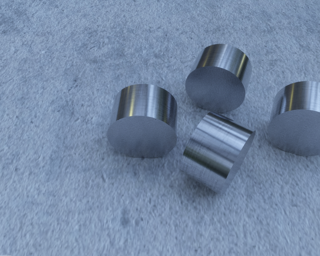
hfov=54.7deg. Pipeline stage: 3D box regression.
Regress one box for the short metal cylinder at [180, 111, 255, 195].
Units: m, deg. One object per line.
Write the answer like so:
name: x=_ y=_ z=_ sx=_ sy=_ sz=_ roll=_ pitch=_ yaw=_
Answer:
short metal cylinder: x=0.065 y=0.027 z=0.345 sx=0.050 sy=0.080 sz=0.080 roll=28 pitch=55 yaw=21

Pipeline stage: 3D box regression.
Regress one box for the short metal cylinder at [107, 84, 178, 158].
short metal cylinder: x=-0.019 y=-0.007 z=0.373 sx=0.081 sy=0.080 sz=0.050 roll=2 pitch=50 yaw=1

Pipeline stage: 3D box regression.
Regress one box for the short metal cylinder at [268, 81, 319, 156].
short metal cylinder: x=0.178 y=-0.010 z=0.379 sx=0.080 sy=0.080 sz=0.050 roll=16 pitch=52 yaw=13

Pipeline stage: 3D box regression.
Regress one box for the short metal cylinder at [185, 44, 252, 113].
short metal cylinder: x=0.081 y=-0.067 z=0.425 sx=0.080 sy=0.080 sz=0.050 roll=16 pitch=52 yaw=13
